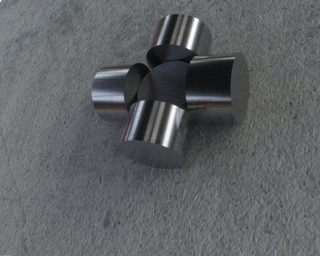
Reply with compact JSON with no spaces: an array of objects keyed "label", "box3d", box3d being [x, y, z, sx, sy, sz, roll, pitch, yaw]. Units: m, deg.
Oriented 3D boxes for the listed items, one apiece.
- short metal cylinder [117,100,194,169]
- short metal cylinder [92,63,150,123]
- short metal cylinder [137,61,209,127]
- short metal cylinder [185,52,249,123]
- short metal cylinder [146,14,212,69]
[{"label":"short metal cylinder","box3d":[-0.004,0.010,0.364,0.080,0.080,0.050,0,62,28]},{"label":"short metal cylinder","box3d":[-0.046,-0.047,0.422,0.050,0.080,0.080,2,63,29]},{"label":"short metal cylinder","box3d":[0.018,-0.040,0.404,0.080,0.050,0.080,-13,56,20]},{"label":"short metal cylinder","box3d":[0.069,-0.046,0.361,0.050,0.080,0.080,2,63,29]},{"label":"short metal cylinder","box3d":[0.026,-0.105,0.419,0.080,0.080,0.050,2,63,28]}]
